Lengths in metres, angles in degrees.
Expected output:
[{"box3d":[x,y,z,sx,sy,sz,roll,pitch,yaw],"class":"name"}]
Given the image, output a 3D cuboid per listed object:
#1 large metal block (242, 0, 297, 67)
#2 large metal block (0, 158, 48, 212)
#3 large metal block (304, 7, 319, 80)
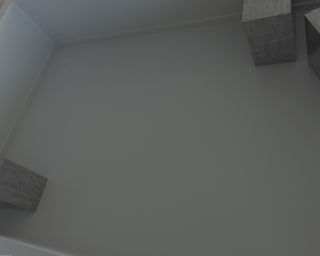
[{"box3d":[0.137,-0.135,0.381,0.050,0.080,0.080,-3,60,27],"class":"large metal block"},{"box3d":[-0.225,0.080,0.439,0.080,0.080,0.050,-2,61,27],"class":"large metal block"},{"box3d":[0.193,-0.074,0.315,0.050,0.080,0.080,-24,53,14],"class":"large metal block"}]
